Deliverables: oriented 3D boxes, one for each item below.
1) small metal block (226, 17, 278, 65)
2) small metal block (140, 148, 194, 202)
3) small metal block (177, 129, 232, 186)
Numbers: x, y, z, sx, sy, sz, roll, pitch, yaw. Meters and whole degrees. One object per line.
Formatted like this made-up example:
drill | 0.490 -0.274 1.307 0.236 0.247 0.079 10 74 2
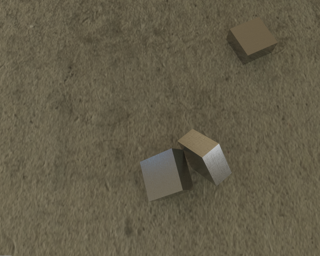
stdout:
small metal block | 0.135 -0.129 0.457 0.050 0.025 0.050 -25 72 -9
small metal block | 0.008 0.057 0.374 0.050 0.025 0.050 -26 68 31
small metal block | 0.053 0.035 0.372 0.025 0.050 0.050 -38 34 -13
